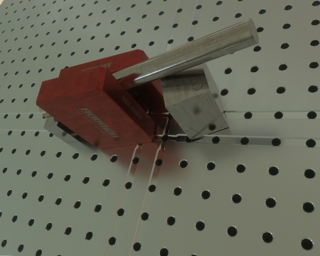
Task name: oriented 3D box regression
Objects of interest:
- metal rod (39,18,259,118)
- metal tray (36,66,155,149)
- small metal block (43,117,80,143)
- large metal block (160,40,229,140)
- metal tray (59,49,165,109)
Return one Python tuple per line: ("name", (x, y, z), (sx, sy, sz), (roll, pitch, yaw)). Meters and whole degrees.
("metal rod", (-0.037, -0.058, 0.365), (0.300, 0.025, 0.025), (-14, 56, 31))
("metal tray", (-0.074, -0.018, 0.389), (0.090, 0.130, 0.030), (-9, 59, 23))
("small metal block", (-0.144, -0.012, 0.472), (0.025, 0.050, 0.050), (-8, 58, 24))
("large metal block", (0.040, -0.044, 0.377), (0.050, 0.080, 0.080), (-20, 54, 16))
("metal tray", (-0.064, -0.056, 0.432), (0.130, 0.090, 0.030), (-8, 59, 23))
